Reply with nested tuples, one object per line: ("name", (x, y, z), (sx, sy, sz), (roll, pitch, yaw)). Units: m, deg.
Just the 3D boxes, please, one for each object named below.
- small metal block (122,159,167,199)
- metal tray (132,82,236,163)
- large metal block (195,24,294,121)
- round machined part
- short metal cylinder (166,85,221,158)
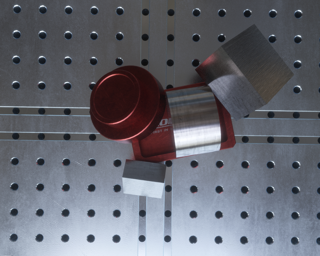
("small metal block", (-0.020, 0.066, 0.395), (0.050, 0.050, 0.025), (8, 56, 0))
("metal tray", (0.025, -0.007, 0.409), (0.131, 0.030, 0.089), (-11, 90, 0))
("large metal block", (0.104, -0.068, 0.378), (0.080, 0.050, 0.080), (-39, 91, -37))
("round machined part", (-0.046, -0.033, 0.382), (0.098, 0.042, 0.098), (-6, 74, 22))
("short metal cylinder", (0.038, -0.008, 0.370), (0.050, 0.080, 0.080), (-9, 90, -1))
